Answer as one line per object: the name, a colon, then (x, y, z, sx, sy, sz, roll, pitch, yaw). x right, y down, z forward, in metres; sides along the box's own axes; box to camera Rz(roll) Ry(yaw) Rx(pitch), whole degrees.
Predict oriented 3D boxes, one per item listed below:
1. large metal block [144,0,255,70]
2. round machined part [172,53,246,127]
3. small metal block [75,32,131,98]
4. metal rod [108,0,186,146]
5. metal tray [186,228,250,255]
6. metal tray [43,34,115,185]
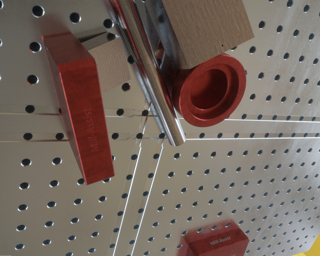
large metal block: (0.041, -0.116, 0.330, 0.080, 0.050, 0.080, -28, 106, -11)
round machined part: (0.059, -0.053, 0.401, 0.099, 0.042, 0.097, -14, 125, -21)
small metal block: (-0.063, -0.067, 0.328, 0.050, 0.025, 0.050, -33, 132, -26)
metal rod: (-0.022, -0.091, 0.344, 0.025, 0.025, 0.299, -31, 129, -9)
metal tray: (0.115, 0.263, 0.637, 0.131, 0.030, 0.089, -6, 121, -26)
metal tray: (-0.081, -0.019, 0.313, 0.030, 0.090, 0.129, -17, 125, -20)
